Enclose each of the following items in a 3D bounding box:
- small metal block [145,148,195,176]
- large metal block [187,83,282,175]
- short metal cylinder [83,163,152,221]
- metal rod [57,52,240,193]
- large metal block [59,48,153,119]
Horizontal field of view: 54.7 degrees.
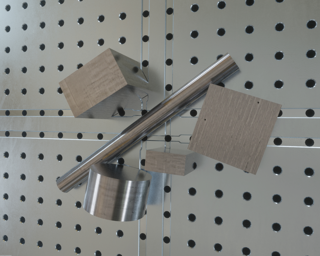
[{"bbox_3d":[0.014,0.042,0.394,0.050,0.050,0.025,6,92,19],"label":"small metal block"},{"bbox_3d":[0.088,0.000,0.365,0.080,0.050,0.080,20,97,18],"label":"large metal block"},{"bbox_3d":[-0.055,0.081,0.401,0.080,0.080,0.050,12,94,19],"label":"short metal cylinder"},{"bbox_3d":[-0.027,0.001,0.420,0.300,0.025,0.025,-36,79,16],"label":"metal rod"},{"bbox_3d":[-0.068,-0.053,0.407,0.080,0.080,0.050,-30,81,17],"label":"large metal block"}]
